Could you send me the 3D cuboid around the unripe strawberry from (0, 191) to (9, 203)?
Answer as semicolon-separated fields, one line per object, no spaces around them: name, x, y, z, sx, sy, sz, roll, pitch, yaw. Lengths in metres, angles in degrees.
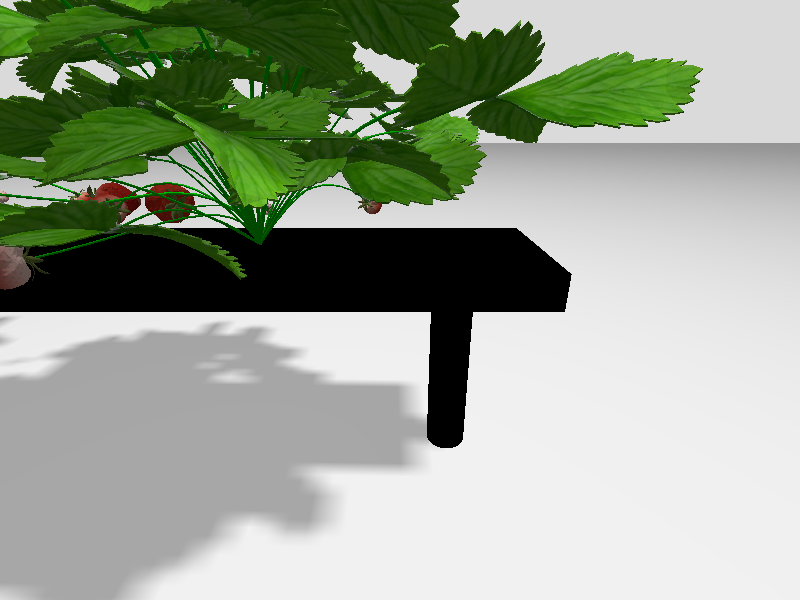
unripe strawberry;-0.565;-0.147;0.568;0.016;0.017;0.017;1;22;2

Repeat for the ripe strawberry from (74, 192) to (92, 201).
ripe strawberry;-0.377;-0.117;0.485;0.028;0.025;0.026;28;-14;48

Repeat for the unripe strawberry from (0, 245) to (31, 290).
unripe strawberry;-0.255;-0.023;0.252;0.033;0.034;0.030;-19;29;-36

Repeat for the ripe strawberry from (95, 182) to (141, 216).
ripe strawberry;-0.315;-0.111;0.448;0.041;0.041;0.045;-9;24;-21

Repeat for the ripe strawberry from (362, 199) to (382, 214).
ripe strawberry;-0.032;-0.119;0.489;0.027;0.028;0.029;14;19;30

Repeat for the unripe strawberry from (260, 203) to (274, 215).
unripe strawberry;-0.158;-0.108;0.477;0.016;0.014;0.015;-6;23;-13

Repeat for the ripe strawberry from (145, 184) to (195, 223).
ripe strawberry;-0.250;-0.105;0.433;0.043;0.043;0.047;15;27;33

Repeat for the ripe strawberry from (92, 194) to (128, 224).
ripe strawberry;-0.308;-0.094;0.420;0.033;0.033;0.036;3;22;22
